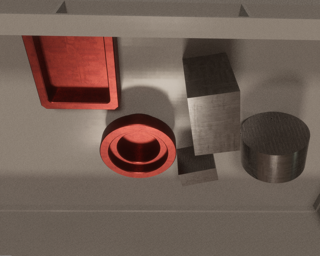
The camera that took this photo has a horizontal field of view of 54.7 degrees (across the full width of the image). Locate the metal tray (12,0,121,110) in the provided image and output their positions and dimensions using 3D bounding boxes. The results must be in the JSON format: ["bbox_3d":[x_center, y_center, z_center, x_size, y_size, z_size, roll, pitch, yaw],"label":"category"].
[{"bbox_3d":[-0.092,-0.080,0.335,0.091,0.030,0.129,0,130,-1],"label":"metal tray"}]

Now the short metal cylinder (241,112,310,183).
[{"bbox_3d":[0.145,0.023,0.395,0.080,0.080,0.050,-8,130,6],"label":"short metal cylinder"}]

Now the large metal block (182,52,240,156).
[{"bbox_3d":[0.057,-0.028,0.350,0.050,0.080,0.080,-7,130,6],"label":"large metal block"}]

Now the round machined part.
[{"bbox_3d":[-0.028,0.019,0.414,0.099,0.042,0.097,-1,130,0],"label":"round machined part"}]

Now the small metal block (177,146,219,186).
[{"bbox_3d":[0.052,0.051,0.437,0.050,0.050,0.025,-12,129,10],"label":"small metal block"}]
